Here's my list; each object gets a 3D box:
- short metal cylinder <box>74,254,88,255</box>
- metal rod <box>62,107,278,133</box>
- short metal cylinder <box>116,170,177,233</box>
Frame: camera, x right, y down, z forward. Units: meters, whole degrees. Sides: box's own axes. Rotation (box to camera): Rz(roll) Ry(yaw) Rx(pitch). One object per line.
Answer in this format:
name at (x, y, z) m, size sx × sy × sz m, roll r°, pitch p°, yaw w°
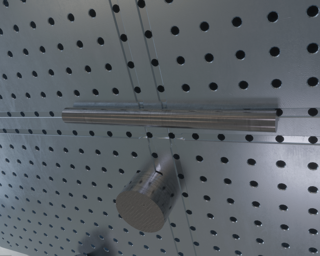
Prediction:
short metal cylinder at (-0.179, 0.322, 0.669) m, size 0.080 × 0.080 × 0.050 m, roll -11°, pitch 113°, yaw 33°
metal rod at (-0.007, -0.013, 0.406) m, size 0.301 × 0.025 × 0.025 m, roll 3°, pitch 120°, yaw 26°
short metal cylinder at (-0.020, 0.112, 0.475) m, size 0.080 × 0.050 × 0.079 m, roll 13°, pitch 124°, yaw 20°
